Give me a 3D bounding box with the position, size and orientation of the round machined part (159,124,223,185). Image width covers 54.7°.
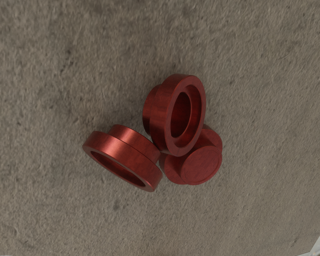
[{"bbox_3d":[0.051,0.045,0.454,0.099,0.042,0.097,-14,125,-21],"label":"round machined part"}]

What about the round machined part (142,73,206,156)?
[{"bbox_3d":[0.015,-0.018,0.377,0.099,0.042,0.097,-28,124,-51],"label":"round machined part"}]

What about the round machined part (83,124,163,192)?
[{"bbox_3d":[-0.038,0.032,0.366,0.042,0.098,0.098,-58,133,-20],"label":"round machined part"}]
